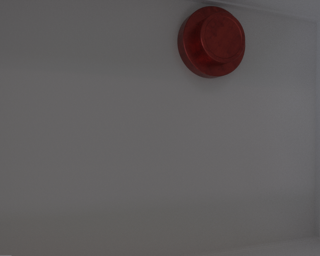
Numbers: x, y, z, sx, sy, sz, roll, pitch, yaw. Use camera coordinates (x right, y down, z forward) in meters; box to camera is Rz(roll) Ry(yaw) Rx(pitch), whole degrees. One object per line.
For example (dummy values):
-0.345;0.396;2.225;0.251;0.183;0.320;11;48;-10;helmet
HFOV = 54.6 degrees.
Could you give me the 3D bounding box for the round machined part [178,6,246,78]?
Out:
0.078;-0.121;0.430;0.099;0.042;0.097;0;90;-20;round machined part
